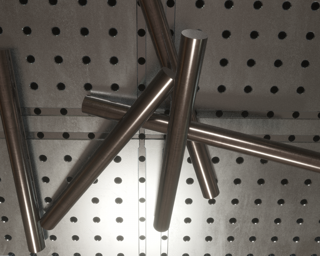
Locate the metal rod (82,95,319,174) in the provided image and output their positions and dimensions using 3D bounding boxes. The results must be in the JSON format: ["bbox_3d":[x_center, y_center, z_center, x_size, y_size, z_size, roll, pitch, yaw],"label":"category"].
[{"bbox_3d":[0.049,0.006,0.385,0.301,0.025,0.025,14,110,6],"label":"metal rod"}]

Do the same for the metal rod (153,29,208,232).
[{"bbox_3d":[0.017,0.030,0.379,0.025,0.025,0.298,5,127,-3],"label":"metal rod"}]

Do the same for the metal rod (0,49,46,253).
[{"bbox_3d":[-0.193,0.045,0.427,0.025,0.025,0.298,-1,110,0],"label":"metal rod"}]

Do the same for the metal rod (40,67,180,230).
[{"bbox_3d":[-0.078,0.042,0.400,0.025,0.025,0.299,36,116,-13],"label":"metal rod"}]

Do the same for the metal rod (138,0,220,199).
[{"bbox_3d":[0.027,-0.037,0.400,0.025,0.025,0.298,-17,110,6],"label":"metal rod"}]
